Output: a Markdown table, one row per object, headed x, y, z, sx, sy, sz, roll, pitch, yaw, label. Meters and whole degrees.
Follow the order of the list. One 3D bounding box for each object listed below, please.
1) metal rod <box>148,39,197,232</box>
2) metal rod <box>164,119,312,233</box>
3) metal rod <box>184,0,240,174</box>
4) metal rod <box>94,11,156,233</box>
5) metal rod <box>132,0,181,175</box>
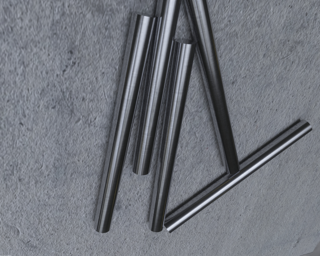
| x | y | z | sx | sy | sz | roll | pitch | yaw | label |
| --- | --- | --- | --- | --- | --- | --- | --- | --- | --- |
| 0.012 | 0.029 | 0.430 | 0.025 | 0.025 | 0.298 | -7 | 121 | -25 | metal rod |
| 0.134 | 0.080 | 0.528 | 0.301 | 0.025 | 0.025 | -34 | 129 | -6 | metal rod |
| 0.077 | -0.044 | 0.421 | 0.025 | 0.025 | 0.299 | -29 | 128 | -10 | metal rod |
| -0.050 | 0.012 | 0.386 | 0.025 | 0.025 | 0.298 | 0 | 119 | -29 | metal rod |
| -0.002 | -0.073 | 0.360 | 0.025 | 0.025 | 0.298 | -4 | 120 | -27 | metal rod |
